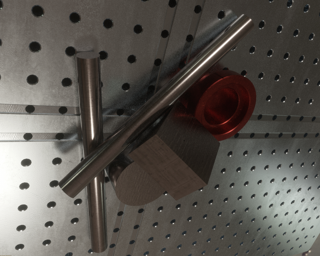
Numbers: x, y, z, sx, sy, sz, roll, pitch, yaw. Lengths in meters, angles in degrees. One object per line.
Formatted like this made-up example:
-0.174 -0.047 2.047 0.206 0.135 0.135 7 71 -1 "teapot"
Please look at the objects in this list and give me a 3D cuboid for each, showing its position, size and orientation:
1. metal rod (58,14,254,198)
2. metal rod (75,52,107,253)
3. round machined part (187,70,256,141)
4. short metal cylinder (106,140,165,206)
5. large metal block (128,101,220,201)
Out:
0.001 -0.031 0.373 0.300 0.025 0.025 -43 130 -7 "metal rod"
-0.084 0.052 0.398 0.025 0.025 0.298 -11 123 -23 "metal rod"
0.079 -0.033 0.425 0.099 0.042 0.097 -14 124 -21 "round machined part"
-0.029 0.057 0.416 0.081 0.050 0.079 -14 125 -21 "short metal cylinder"
0.021 0.025 0.375 0.080 0.080 0.050 45 127 -10 "large metal block"
